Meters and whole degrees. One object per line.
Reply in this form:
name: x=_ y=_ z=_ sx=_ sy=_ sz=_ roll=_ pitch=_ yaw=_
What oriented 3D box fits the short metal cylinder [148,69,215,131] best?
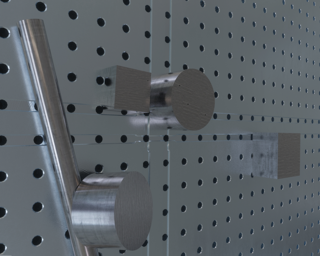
short metal cylinder: x=0.028 y=-0.037 z=0.417 sx=0.081 sy=0.050 sz=0.079 roll=0 pitch=90 yaw=-40

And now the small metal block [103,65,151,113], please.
small metal block: x=-0.039 y=-0.045 z=0.377 sx=0.050 sy=0.025 sz=0.050 roll=5 pitch=87 yaw=-40

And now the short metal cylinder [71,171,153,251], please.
short metal cylinder: x=-0.048 y=0.088 z=0.334 sx=0.080 sy=0.050 sz=0.080 roll=-7 pitch=90 yaw=-66

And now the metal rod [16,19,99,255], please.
metal rod: x=-0.099 y=0.041 z=0.326 sx=0.025 sy=0.025 sz=0.298 roll=-18 pitch=102 yaw=-39

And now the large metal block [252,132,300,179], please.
large metal block: x=0.217 y=0.049 z=0.575 sx=0.081 sy=0.050 sz=0.080 roll=2 pitch=89 yaw=-40
